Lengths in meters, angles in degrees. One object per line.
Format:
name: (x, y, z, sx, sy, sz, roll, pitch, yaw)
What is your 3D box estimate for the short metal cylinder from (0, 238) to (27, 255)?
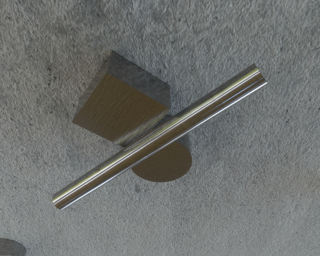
short metal cylinder: (-0.312, 0.261, 0.610, 0.081, 0.050, 0.079, 0, 130, 0)

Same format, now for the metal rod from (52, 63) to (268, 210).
metal rod: (-0.017, 0.022, 0.360, 0.300, 0.025, 0.025, -33, 123, 22)

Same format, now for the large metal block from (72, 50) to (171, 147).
large metal block: (-0.044, -0.029, 0.365, 0.080, 0.050, 0.080, 28, 124, -22)

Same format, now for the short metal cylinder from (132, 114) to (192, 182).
short metal cylinder: (0.001, 0.028, 0.414, 0.081, 0.050, 0.079, 0, 130, 0)
